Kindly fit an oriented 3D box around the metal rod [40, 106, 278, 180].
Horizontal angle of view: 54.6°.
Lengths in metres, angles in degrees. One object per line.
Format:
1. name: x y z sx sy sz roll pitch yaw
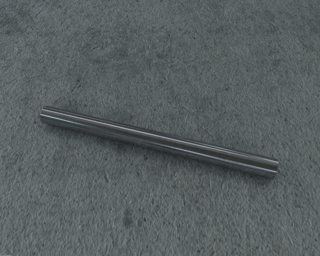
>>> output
1. metal rod: -0.009 0.015 0.390 0.301 0.025 0.025 13 51 10
